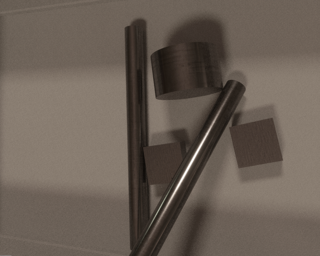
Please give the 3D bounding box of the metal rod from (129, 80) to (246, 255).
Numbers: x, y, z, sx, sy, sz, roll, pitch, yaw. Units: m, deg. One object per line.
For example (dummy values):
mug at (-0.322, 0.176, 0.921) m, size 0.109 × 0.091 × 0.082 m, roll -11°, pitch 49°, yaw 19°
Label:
metal rod at (0.019, 0.072, 0.336) m, size 0.025 × 0.025 × 0.300 m, roll 26°, pitch 72°, yaw 18°

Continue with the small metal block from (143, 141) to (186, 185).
small metal block at (0.009, 0.046, 0.407) m, size 0.050 × 0.025 × 0.050 m, roll -9°, pitch 87°, yaw 19°

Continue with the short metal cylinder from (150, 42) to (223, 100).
short metal cylinder at (0.032, -0.065, 0.370) m, size 0.080 × 0.080 × 0.050 m, roll -8°, pitch 88°, yaw 19°

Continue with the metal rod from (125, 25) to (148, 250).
metal rod at (-0.032, 0.013, 0.420) m, size 0.025 × 0.025 × 0.298 m, roll -2°, pitch 89°, yaw 19°

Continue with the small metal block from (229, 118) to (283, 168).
small metal block at (0.115, 0.018, 0.370) m, size 0.050 × 0.025 × 0.050 m, roll -13°, pitch 86°, yaw 19°
